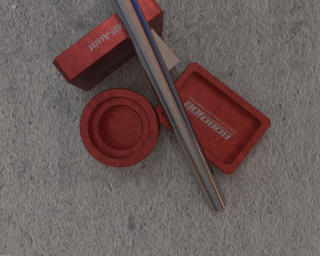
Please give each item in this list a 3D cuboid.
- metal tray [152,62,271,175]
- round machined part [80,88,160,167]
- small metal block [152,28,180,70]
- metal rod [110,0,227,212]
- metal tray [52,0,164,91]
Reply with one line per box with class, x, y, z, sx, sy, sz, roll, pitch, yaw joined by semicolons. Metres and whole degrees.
metal tray;0.066;-0.012;0.409;0.130;0.030;0.090;38;90;-1
round machined part;-0.048;-0.001;0.398;0.099;0.042;0.097;0;93;5
small metal block;-0.005;-0.096;0.394;0.025;0.050;0.050;-43;105;2
metal rod;0.016;-0.021;0.358;0.025;0.025;0.299;-26;112;0
metal tray;-0.057;-0.099;0.377;0.130;0.090;0.030;-37;90;0
